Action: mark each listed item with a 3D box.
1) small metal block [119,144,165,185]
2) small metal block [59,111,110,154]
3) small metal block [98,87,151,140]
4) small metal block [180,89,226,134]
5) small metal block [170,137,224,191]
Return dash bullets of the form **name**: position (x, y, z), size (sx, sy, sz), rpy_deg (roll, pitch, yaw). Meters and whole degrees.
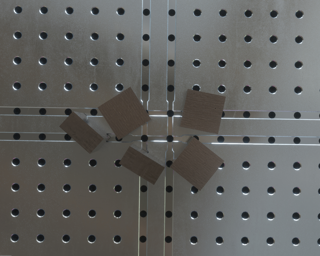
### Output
- **small metal block**: position (-0.022, 0.045, 0.401), size (0.050, 0.050, 0.025), rpy_deg (32, 90, 0)
- **small metal block**: position (-0.095, 0.005, 0.400), size (0.050, 0.050, 0.025), rpy_deg (42, 90, 0)
- **small metal block**: position (-0.046, -0.019, 0.413), size (0.050, 0.025, 0.050), rpy_deg (-33, 90, 0)
- **small metal block**: position (0.056, -0.021, 0.414), size (0.050, 0.025, 0.050), rpy_deg (12, 90, 0)
- **small metal block**: position (0.048, 0.047, 0.414), size (0.050, 0.025, 0.050), rpy_deg (39, 90, 0)
